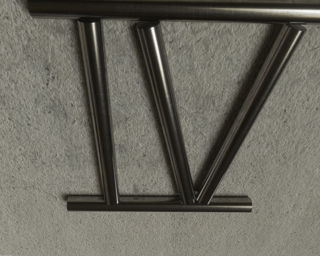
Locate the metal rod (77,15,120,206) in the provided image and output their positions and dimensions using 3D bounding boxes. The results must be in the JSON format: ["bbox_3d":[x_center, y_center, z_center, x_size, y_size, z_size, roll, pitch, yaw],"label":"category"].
[{"bbox_3d":[-0.074,0.003,0.409,0.025,0.025,0.298,1,130,-1],"label":"metal rod"}]

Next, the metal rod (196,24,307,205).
[{"bbox_3d":[0.105,0.005,0.413,0.025,0.025,0.298,10,129,-9],"label":"metal rod"}]

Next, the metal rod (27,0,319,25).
[{"bbox_3d":[0.026,-0.119,0.308,0.302,0.025,0.025,1,130,-2],"label":"metal rod"}]

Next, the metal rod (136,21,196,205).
[{"bbox_3d":[0.017,0.005,0.412,0.025,0.025,0.298,-9,130,7],"label":"metal rod"}]

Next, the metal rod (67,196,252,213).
[{"bbox_3d":[0.000,0.127,0.516,0.302,0.025,0.025,1,130,-2],"label":"metal rod"}]
